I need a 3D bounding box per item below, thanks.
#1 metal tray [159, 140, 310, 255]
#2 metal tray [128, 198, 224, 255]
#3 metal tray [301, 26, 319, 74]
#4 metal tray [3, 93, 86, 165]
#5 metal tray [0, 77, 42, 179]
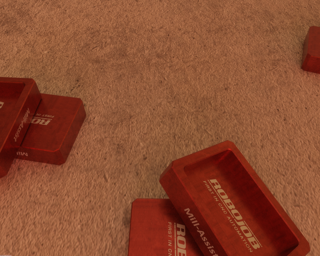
[{"bbox_3d":[0.070,0.080,0.295,0.091,0.030,0.130,-16,63,-38],"label":"metal tray"},{"bbox_3d":[0.016,0.132,0.289,0.091,0.030,0.130,1,50,0],"label":"metal tray"},{"bbox_3d":[0.304,-0.118,0.501,0.130,0.030,0.090,15,52,12],"label":"metal tray"},{"bbox_3d":[-0.174,-0.005,0.403,0.131,0.030,0.090,8,50,6],"label":"metal tray"},{"bbox_3d":[-0.206,-0.006,0.363,0.091,0.030,0.130,3,50,2],"label":"metal tray"}]
